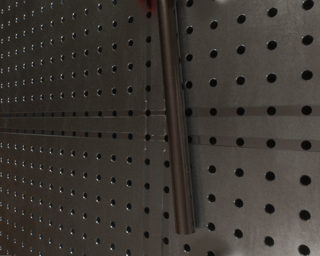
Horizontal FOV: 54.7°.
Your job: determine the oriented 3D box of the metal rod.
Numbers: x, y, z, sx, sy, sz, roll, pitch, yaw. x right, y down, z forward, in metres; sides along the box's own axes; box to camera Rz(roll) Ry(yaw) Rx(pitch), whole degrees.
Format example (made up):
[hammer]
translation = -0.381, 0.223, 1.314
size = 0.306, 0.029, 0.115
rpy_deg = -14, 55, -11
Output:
[metal rod]
translation = 0.020, -0.021, 0.391
size = 0.025, 0.025, 0.298
rpy_deg = -8, 85, 39
